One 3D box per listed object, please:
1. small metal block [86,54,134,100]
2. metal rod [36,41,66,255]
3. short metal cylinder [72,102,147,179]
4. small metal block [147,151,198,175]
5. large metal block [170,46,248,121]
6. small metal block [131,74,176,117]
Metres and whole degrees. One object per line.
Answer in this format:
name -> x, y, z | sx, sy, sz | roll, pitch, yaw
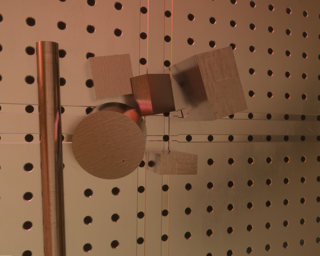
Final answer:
small metal block -> -0.062, -0.064, 0.391 | 0.050, 0.025, 0.050 | -11, 94, -20
metal rod -> -0.128, 0.050, 0.365 | 0.025, 0.025, 0.298 | -2, 91, -20
short metal cylinder -> -0.056, 0.013, 0.364 | 0.081, 0.050, 0.079 | 0, 105, 0
small metal block -> 0.015, 0.045, 0.406 | 0.050, 0.050, 0.025 | 3, 89, -20
large metal block -> 0.061, -0.054, 0.407 | 0.050, 0.080, 0.080 | -18, 97, -19
small metal block -> -0.008, -0.043, 0.398 | 0.050, 0.025, 0.050 | -14, 96, -54
